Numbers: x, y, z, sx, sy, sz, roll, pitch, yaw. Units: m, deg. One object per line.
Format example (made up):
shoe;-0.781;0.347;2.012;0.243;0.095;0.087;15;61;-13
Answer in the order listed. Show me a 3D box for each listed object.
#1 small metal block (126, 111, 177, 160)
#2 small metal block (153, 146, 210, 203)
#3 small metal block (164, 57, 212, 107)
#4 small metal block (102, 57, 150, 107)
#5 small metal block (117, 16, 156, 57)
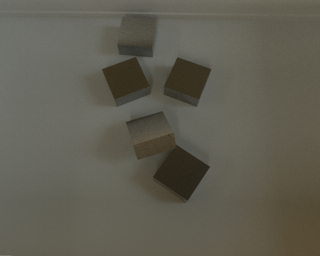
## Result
small metal block;-0.012;0.008;0.394;0.050;0.025;0.050;-17;37;-6
small metal block;0.027;0.058;0.389;0.050;0.025;0.050;33;73;11
small metal block;0.038;-0.064;0.433;0.050;0.025;0.050;21;71;7
small metal block;-0.047;-0.064;0.433;0.050;0.025;0.050;-22;72;-8
small metal block;-0.033;-0.135;0.459;0.050;0.025;0.050;5;70;2
